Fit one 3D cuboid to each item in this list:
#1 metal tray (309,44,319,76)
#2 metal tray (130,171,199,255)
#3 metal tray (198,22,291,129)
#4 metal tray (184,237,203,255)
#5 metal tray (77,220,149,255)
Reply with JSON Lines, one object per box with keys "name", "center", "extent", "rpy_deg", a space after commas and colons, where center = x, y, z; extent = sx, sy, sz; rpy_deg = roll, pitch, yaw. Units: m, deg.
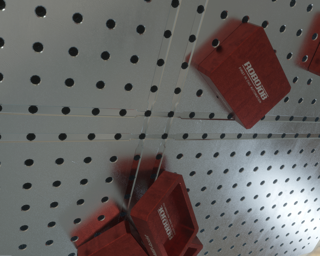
{"name": "metal tray", "center": [0.310, -0.123, 0.499], "extent": [0.131, 0.030, 0.089], "rpy_deg": [0, 118, -29]}
{"name": "metal tray", "center": [0.012, 0.141, 0.465], "extent": [0.090, 0.030, 0.129], "rpy_deg": [-46, 131, -38]}
{"name": "metal tray", "center": [0.122, -0.068, 0.432], "extent": [0.090, 0.030, 0.130], "rpy_deg": [-44, 129, 2]}
{"name": "metal tray", "center": [0.007, 0.244, 0.561], "extent": [0.090, 0.030, 0.130], "rpy_deg": [27, 104, -37]}
{"name": "metal tray", "center": [-0.057, 0.216, 0.487], "extent": [0.090, 0.030, 0.130], "rpy_deg": [-31, 116, -1]}
